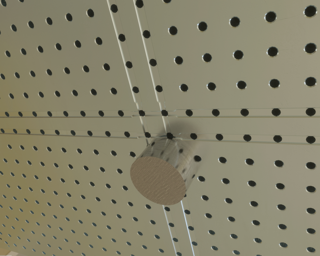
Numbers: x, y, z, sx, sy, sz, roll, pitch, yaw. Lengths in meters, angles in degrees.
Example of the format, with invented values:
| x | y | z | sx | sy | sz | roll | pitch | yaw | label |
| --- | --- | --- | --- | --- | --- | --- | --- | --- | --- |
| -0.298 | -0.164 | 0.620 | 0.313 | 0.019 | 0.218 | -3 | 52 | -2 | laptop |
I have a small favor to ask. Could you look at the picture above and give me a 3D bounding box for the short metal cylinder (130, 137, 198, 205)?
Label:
| x | y | z | sx | sy | sz | roll | pitch | yaw | label |
| --- | --- | --- | --- | --- | --- | --- | --- | --- | --- |
| 0.006 | 0.059 | 0.427 | 0.080 | 0.050 | 0.079 | 13 | 124 | 20 | short metal cylinder |
